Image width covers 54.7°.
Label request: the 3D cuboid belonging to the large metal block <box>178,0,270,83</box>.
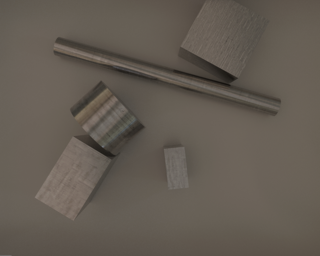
[{"bbox_3d":[0.079,-0.115,0.400,0.080,0.050,0.080,29,90,-1],"label":"large metal block"}]

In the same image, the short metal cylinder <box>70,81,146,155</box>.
[{"bbox_3d":[-0.063,-0.013,0.383,0.050,0.080,0.080,-43,91,0],"label":"short metal cylinder"}]

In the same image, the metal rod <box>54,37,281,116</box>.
[{"bbox_3d":[0.010,-0.068,0.411,0.302,0.025,0.025,15,90,-1],"label":"metal rod"}]

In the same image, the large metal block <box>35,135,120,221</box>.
[{"bbox_3d":[-0.096,0.056,0.383,0.050,0.080,0.080,32,90,-1],"label":"large metal block"}]

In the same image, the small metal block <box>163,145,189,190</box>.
[{"bbox_3d":[0.020,0.048,0.399,0.025,0.050,0.050,-6,90,0],"label":"small metal block"}]
